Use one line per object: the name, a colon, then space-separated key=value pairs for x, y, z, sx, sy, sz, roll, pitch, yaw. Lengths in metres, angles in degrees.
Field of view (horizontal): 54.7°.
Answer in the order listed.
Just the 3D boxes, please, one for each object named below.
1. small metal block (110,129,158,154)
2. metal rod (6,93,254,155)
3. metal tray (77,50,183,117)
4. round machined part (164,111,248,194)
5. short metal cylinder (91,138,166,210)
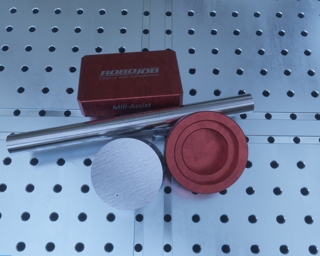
small metal block: x=-0.035 y=0.013 z=0.415 sx=0.050 sy=0.025 sz=0.050 roll=17 pitch=71 yaw=5
metal rod: x=-0.032 y=-0.006 z=0.386 sx=0.302 sy=0.025 sz=0.025 roll=-10 pitch=71 yaw=-4
metal tray: x=-0.039 y=-0.062 z=0.416 sx=0.131 sy=0.030 sz=0.090 roll=-4 pitch=51 yaw=-3
round machined part: x=0.054 y=0.028 z=0.381 sx=0.099 sy=0.042 sz=0.097 roll=0 pitch=92 yaw=-4
short metal cylinder: x=-0.035 y=0.051 z=0.367 sx=0.080 sy=0.050 sz=0.079 roll=0 pitch=88 yaw=5
